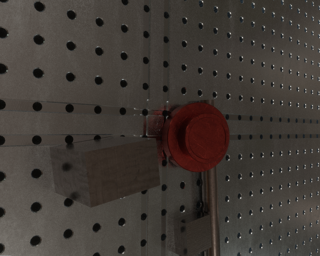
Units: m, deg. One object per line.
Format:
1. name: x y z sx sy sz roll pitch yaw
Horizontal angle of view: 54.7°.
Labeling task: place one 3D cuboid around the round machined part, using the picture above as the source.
1. round machined part: 0.056 0.013 0.429 0.099 0.042 0.097 -1 91 -22

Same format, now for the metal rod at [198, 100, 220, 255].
1. metal rod: 0.077 0.106 0.476 0.025 0.025 0.298 -4 93 -40

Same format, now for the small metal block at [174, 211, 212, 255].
1. small metal block: 0.048 0.154 0.452 0.050 0.025 0.050 -6 94 -40

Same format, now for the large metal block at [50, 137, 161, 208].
1. large metal block: -0.058 0.040 0.326 0.081 0.080 0.050 -9 96 -40
